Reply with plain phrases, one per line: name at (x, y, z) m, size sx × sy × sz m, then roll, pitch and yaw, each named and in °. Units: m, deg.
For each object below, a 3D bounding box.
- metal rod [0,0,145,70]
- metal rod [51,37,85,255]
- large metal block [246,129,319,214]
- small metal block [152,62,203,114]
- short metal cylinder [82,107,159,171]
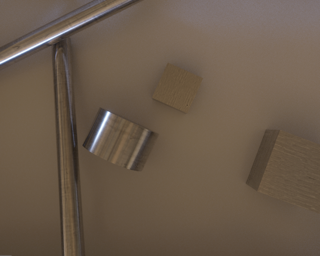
metal rod at (-0.145, -0.113, 0.386) m, size 0.301 × 0.025 × 0.025 m, roll -23°, pitch 90°, yaw 7°
metal rod at (-0.112, 0.026, 0.374) m, size 0.025 × 0.025 × 0.299 m, roll -8°, pitch 76°, yaw -1°
large metal block at (0.170, 0.053, 0.401) m, size 0.080 × 0.050 × 0.080 m, roll 20°, pitch 90°, yaw -1°
small metal block at (0.023, -0.052, 0.412) m, size 0.050 × 0.025 × 0.050 m, roll 24°, pitch 90°, yaw -1°
short metal cylinder at (-0.048, 0.014, 0.383) m, size 0.080 × 0.080 × 0.050 m, roll 25°, pitch 90°, yaw -1°
